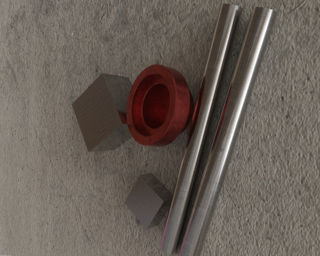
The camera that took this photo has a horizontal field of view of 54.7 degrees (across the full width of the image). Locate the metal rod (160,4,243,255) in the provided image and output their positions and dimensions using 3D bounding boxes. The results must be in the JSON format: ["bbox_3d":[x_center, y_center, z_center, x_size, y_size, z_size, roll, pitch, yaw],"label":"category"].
[{"bbox_3d":[0.045,0.010,0.366,0.025,0.025,0.298,21,103,37],"label":"metal rod"}]

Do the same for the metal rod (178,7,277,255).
[{"bbox_3d":[0.070,0.022,0.345,0.025,0.025,0.298,24,105,37],"label":"metal rod"}]

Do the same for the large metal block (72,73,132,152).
[{"bbox_3d":[-0.073,-0.020,0.447,0.080,0.050,0.080,-36,68,34],"label":"large metal block"}]

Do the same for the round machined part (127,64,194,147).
[{"bbox_3d":[0.003,-0.025,0.380,0.098,0.042,0.097,-12,74,50],"label":"round machined part"}]

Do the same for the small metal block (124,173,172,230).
[{"bbox_3d":[-0.014,0.097,0.415,0.050,0.025,0.050,42,115,31],"label":"small metal block"}]
